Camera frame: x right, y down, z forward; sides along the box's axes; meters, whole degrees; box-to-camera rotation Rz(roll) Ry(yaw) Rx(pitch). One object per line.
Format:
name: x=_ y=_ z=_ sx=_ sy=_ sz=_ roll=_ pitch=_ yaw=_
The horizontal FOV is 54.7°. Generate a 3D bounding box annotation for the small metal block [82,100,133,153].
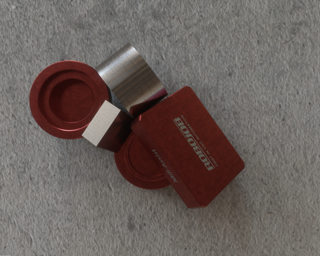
small metal block: x=-0.060 y=0.000 z=0.380 sx=0.025 sy=0.050 sz=0.050 roll=33 pitch=90 yaw=24

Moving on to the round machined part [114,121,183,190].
round machined part: x=-0.011 y=0.032 z=0.402 sx=0.099 sy=0.042 sz=0.097 roll=0 pitch=90 yaw=-1

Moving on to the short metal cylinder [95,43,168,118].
short metal cylinder: x=-0.035 y=-0.057 z=0.384 sx=0.050 sy=0.080 sz=0.080 roll=-38 pitch=90 yaw=0

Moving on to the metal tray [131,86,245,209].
metal tray: x=0.037 y=0.022 z=0.387 sx=0.091 sy=0.030 sz=0.130 roll=-36 pitch=90 yaw=-32

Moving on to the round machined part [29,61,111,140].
round machined part: x=-0.111 y=-0.035 z=0.401 sx=0.099 sy=0.042 sz=0.097 roll=0 pitch=90 yaw=-1
